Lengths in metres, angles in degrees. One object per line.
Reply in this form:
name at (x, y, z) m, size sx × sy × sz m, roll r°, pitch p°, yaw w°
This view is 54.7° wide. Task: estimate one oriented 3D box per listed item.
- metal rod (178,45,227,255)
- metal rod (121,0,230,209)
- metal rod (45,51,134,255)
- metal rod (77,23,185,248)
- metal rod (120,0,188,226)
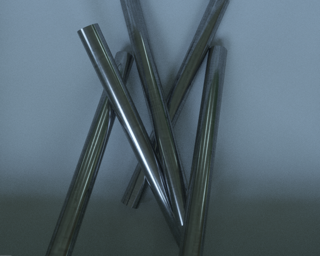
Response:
metal rod at (0.051, 0.034, 0.361) m, size 0.025 × 0.025 × 0.299 m, roll 11°, pitch 69°, yaw 0°
metal rod at (0.020, -0.035, 0.411) m, size 0.025 × 0.025 × 0.299 m, roll 24°, pitch 90°, yaw -1°
metal rod at (-0.080, 0.039, 0.354) m, size 0.025 × 0.025 × 0.299 m, roll 14°, pitch 67°, yaw 0°
metal rod at (-0.022, 0.022, 0.378) m, size 0.025 × 0.025 × 0.299 m, roll -24°, pitch 103°, yaw 0°
metal rod at (-0.005, -0.031, 0.389) m, size 0.025 × 0.025 × 0.299 m, roll -14°, pitch 82°, yaw 0°
